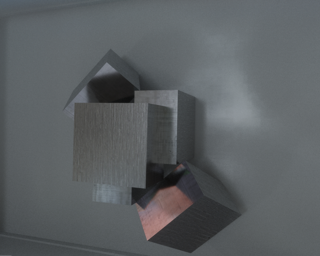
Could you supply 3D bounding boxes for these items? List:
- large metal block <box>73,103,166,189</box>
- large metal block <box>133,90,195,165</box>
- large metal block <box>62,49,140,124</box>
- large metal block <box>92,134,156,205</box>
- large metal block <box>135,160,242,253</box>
[{"bbox_3d":[-0.041,0.015,0.325,0.080,0.050,0.080,2,91,20],"label":"large metal block"},{"bbox_3d":[0.008,-0.001,0.375,0.050,0.080,0.080,1,90,20],"label":"large metal block"},{"bbox_3d":[-0.072,-0.048,0.397,0.050,0.080,0.080,40,105,-21],"label":"large metal block"},{"bbox_3d":[-0.042,0.047,0.395,0.050,0.080,0.080,1,90,20],"label":"large metal block"},{"bbox_3d":[0.033,0.094,0.360,0.080,0.080,0.050,-43,42,15],"label":"large metal block"}]
